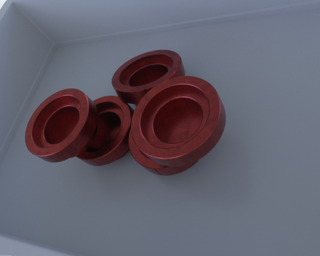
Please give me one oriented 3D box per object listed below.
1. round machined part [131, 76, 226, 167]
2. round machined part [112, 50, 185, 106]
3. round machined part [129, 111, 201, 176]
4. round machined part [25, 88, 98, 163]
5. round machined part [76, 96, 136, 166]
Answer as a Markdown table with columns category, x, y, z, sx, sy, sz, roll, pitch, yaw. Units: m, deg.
| category | x | y | z | sx | sy | sz | roll | pitch | yaw |
| --- | --- | --- | --- | --- | --- | --- | --- | --- | --- |
| round machined part | 0.022 | -0.004 | 0.331 | 0.098 | 0.042 | 0.098 | -13 | 56 | 21 |
| round machined part | -0.013 | -0.063 | 0.426 | 0.098 | 0.042 | 0.098 | -13 | 39 | 12 |
| round machined part | 0.015 | 0.013 | 0.378 | 0.098 | 0.042 | 0.098 | -13 | 56 | 21 |
| round machined part | -0.122 | 0.000 | 0.403 | 0.098 | 0.042 | 0.098 | -13 | 56 | 21 |
| round machined part | -0.073 | 0.007 | 0.427 | 0.098 | 0.042 | 0.098 | -13 | 56 | 21 |
